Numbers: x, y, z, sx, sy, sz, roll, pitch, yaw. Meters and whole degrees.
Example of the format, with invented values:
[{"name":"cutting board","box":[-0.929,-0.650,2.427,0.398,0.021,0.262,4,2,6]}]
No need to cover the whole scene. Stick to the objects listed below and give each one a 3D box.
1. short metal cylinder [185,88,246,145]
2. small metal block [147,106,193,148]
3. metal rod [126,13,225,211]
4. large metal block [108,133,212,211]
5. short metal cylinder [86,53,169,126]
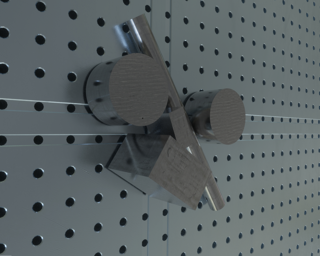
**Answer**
[{"name":"short metal cylinder","box":[0.081,-0.016,0.456,0.081,0.050,0.079,0,90,-40]},{"name":"small metal block","box":[0.010,0.001,0.396,0.025,0.050,0.050,-27,107,-37]},{"name":"metal rod","box":[0.029,-0.008,0.429,0.025,0.025,0.299,-39,114,-33]},{"name":"large metal block","box":[0.000,0.050,0.368,0.080,0.080,0.050,41,66,-32]},{"name":"short metal cylinder","box":[-0.037,-0.042,0.357,0.081,0.050,0.079,0,90,-40]}]
